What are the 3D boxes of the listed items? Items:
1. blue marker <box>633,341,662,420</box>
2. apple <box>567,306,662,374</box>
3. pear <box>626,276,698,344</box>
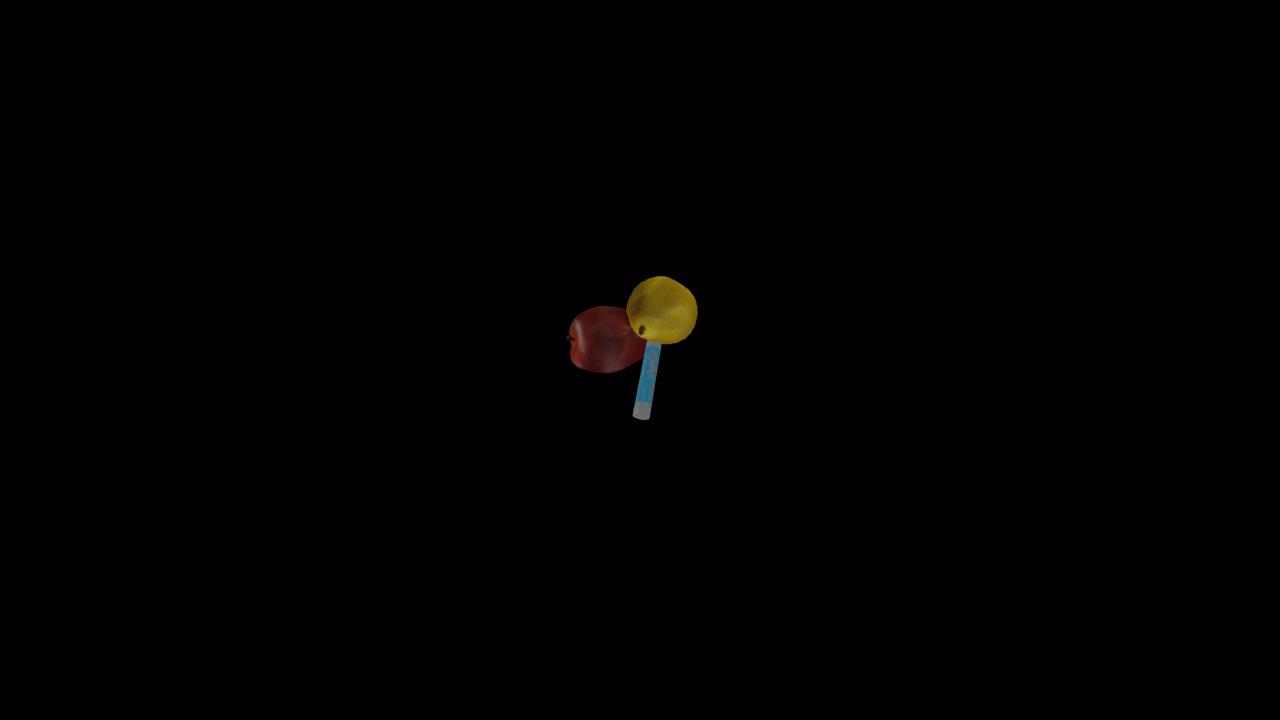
[{"bbox_3d":[0.011,0.005,0.673,0.020,0.121,0.020,9,-22,4],"label":"blue marker"},{"bbox_3d":[-0.037,-0.023,0.684,0.093,0.079,0.079,-3,1,-22],"label":"apple"},{"bbox_3d":[0.012,-0.047,0.668,0.080,0.080,0.111,0,18,34],"label":"pear"}]
